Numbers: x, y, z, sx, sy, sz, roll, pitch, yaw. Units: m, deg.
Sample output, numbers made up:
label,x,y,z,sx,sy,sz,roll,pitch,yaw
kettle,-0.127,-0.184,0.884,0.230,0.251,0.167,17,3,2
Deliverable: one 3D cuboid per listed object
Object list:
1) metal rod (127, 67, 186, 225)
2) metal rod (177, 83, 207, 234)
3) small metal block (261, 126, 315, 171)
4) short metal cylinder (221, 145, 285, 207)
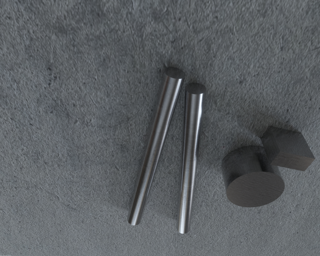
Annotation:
label,x,y,z,sx,sy,sz,roll,pitch,yaw
metal rod,-0.014,0.048,0.447,0.025,0.025,0.298,9,130,-8
metal rod,0.042,0.067,0.464,0.025,0.025,0.298,0,130,0
small metal block,0.170,0.027,0.415,0.050,0.050,0.025,12,129,-10
short metal cylinder,0.134,0.072,0.453,0.081,0.050,0.079,0,130,0
